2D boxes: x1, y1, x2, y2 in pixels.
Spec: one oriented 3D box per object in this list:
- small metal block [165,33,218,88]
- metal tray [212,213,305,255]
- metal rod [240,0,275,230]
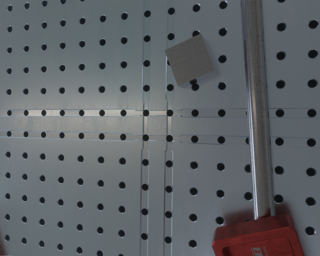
[{"bbox_3d":[0.041,-0.085,0.398,0.050,0.025,0.050,-21,83,18],"label":"small metal block"},{"bbox_3d":[0.123,0.170,0.350,0.090,0.030,0.129,-19,97,19],"label":"metal tray"},{"bbox_3d":[0.117,-0.027,0.371,0.025,0.025,0.298,-4,89,20],"label":"metal rod"}]
